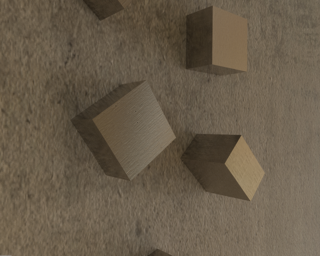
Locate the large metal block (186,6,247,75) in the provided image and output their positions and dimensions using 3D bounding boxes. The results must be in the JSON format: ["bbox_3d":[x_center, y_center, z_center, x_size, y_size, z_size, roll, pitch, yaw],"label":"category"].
[{"bbox_3d":[0.085,-0.125,0.462,0.081,0.050,0.079,1,90,-40],"label":"large metal block"}]

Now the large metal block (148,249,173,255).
[{"bbox_3d":[-0.008,0.214,0.384,0.081,0.050,0.079,-21,103,-38],"label":"large metal block"}]

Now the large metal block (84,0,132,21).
[{"bbox_3d":[-0.058,-0.182,0.341,0.080,0.050,0.080,47,62,-30],"label":"large metal block"}]

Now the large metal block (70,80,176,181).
[{"bbox_3d":[-0.040,0.001,0.357,0.080,0.050,0.080,-42,116,-32],"label":"large metal block"}]

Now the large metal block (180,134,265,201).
[{"bbox_3d":[0.090,0.055,0.447,0.080,0.080,0.050,52,59,-28],"label":"large metal block"}]
